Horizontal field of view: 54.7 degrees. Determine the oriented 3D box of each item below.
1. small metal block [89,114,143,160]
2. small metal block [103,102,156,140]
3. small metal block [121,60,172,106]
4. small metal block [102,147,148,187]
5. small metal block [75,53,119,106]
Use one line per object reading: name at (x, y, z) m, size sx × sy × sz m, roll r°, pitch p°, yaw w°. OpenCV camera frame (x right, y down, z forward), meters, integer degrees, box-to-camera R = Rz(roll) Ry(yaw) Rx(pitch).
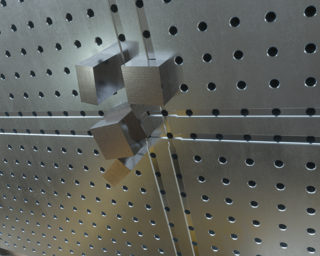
small metal block at (-0.058, 0.013, 0.416) m, size 0.050 × 0.025 × 0.050 m, roll -11°, pitch 113°, yaw 33°
small metal block at (-0.042, -0.008, 0.427) m, size 0.050 × 0.025 × 0.050 m, roll -17°, pitch 110°, yaw 34°
small metal block at (-0.016, -0.056, 0.383) m, size 0.050 × 0.025 × 0.050 m, roll 6°, pitch 121°, yaw 25°
small metal block at (-0.051, 0.052, 0.452) m, size 0.025 × 0.050 × 0.050 m, roll 42°, pitch 129°, yaw -1°
small metal block at (-0.079, -0.064, 0.396) m, size 0.025 × 0.050 × 0.050 m, roll 13°, pitch 124°, yaw 21°
